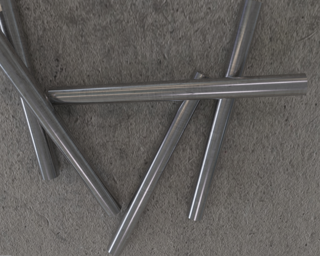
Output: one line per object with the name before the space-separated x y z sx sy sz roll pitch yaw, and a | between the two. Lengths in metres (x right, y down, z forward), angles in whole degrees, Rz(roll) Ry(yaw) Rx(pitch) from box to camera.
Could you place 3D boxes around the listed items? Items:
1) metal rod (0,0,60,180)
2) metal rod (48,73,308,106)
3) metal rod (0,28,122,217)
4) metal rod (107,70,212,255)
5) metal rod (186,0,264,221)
metal rod | -0.170 -0.072 0.381 0.025 0.025 0.298 -6 110 2
metal rod | 0.013 -0.045 0.370 0.301 0.025 0.025 -2 110 9
metal rod | -0.131 0.001 0.390 0.025 0.025 0.299 -24 115 8
metal rod | -0.008 0.060 0.431 0.025 0.025 0.298 23 108 -8
metal rod | 0.079 -0.008 0.407 0.025 0.025 0.298 10 110 -4
